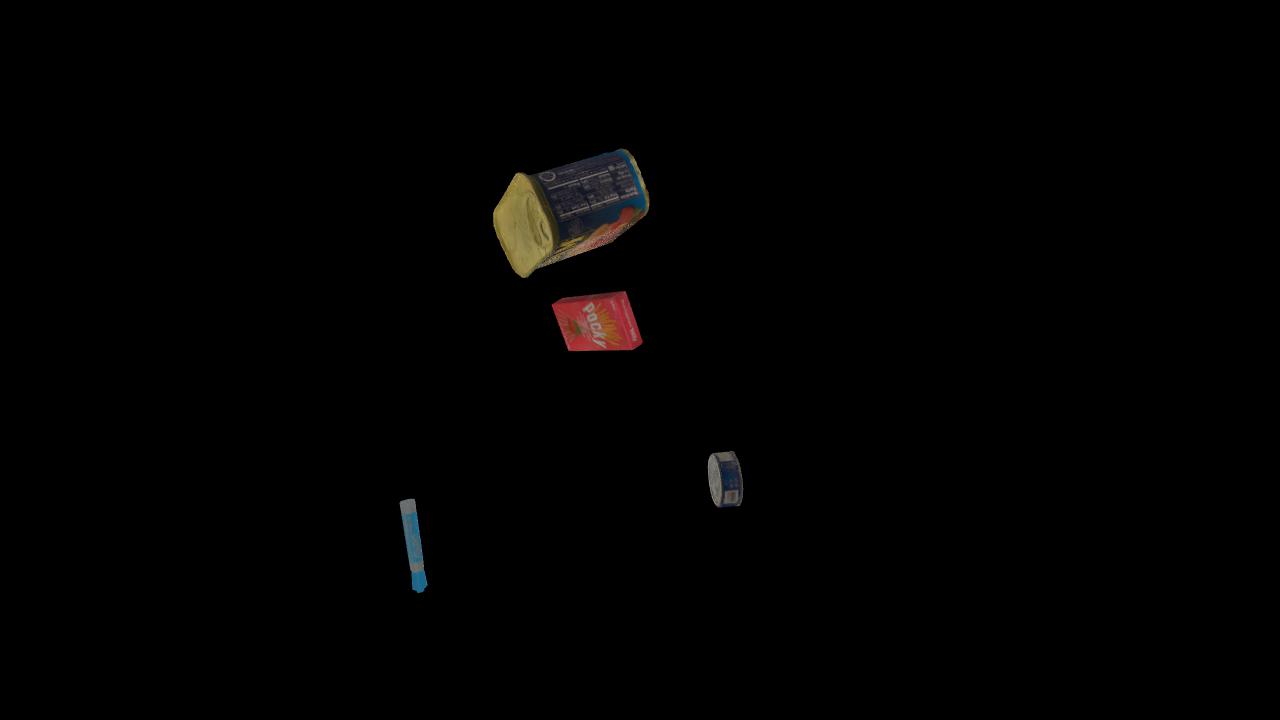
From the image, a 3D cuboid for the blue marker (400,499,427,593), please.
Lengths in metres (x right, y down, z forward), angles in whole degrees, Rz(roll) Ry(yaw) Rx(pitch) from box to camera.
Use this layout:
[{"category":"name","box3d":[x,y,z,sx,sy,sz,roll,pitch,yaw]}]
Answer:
[{"category":"blue marker","box3d":[-0.291,0.240,0.792,0.020,0.121,0.020,-7,4,0]}]

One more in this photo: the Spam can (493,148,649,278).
[{"category":"Spam can","box3d":[-0.053,-0.110,0.461,0.085,0.058,0.101,-26,4,-27]}]

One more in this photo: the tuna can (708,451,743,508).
[{"category":"tuna can","box3d":[0.129,0.183,0.941,0.034,0.084,0.084,-4,1,-8]}]

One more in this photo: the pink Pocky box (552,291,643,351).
[{"category":"pink Pocky box","box3d":[-0.068,-0.056,0.933,0.155,0.084,0.029,0,26,46]}]
